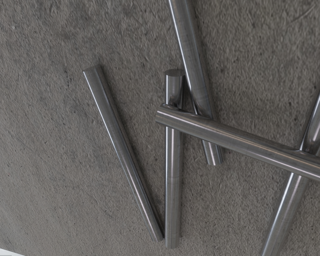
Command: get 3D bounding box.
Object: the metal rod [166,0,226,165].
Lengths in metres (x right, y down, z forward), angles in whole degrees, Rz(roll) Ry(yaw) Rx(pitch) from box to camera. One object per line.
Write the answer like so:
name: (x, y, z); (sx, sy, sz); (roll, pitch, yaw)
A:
metal rod: (0.032, -0.090, 0.334); (0.025, 0.025, 0.298); (-3, 117, 29)

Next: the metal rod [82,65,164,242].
metal rod: (-0.046, 0.052, 0.463); (0.025, 0.025, 0.298); (-5, 117, 30)

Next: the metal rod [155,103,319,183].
metal rod: (0.136, 0.033, 0.321); (0.301, 0.025, 0.025); (20, 126, 16)

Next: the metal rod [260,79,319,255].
metal rod: (0.159, 0.054, 0.355); (0.025, 0.025, 0.298); (16, 125, 19)

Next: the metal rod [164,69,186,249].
metal rod: (0.019, 0.063, 0.435); (0.025, 0.025, 0.298); (13, 124, 21)
